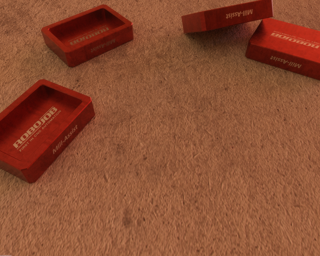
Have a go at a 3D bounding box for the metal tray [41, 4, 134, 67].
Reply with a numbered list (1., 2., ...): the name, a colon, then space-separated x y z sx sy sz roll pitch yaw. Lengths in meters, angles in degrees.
1. metal tray: -0.123 -0.163 0.535 0.131 0.030 0.090 -33 57 -25

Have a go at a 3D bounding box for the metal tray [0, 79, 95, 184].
1. metal tray: -0.158 -0.002 0.400 0.090 0.030 0.130 22 53 17

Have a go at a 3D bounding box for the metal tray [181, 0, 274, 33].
1. metal tray: 0.114 -0.192 0.533 0.131 0.030 0.090 -16 19 -13

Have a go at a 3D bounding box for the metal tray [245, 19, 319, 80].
1. metal tray: 0.220 -0.134 0.514 0.130 0.030 0.090 23 54 18
